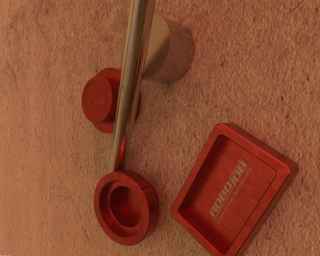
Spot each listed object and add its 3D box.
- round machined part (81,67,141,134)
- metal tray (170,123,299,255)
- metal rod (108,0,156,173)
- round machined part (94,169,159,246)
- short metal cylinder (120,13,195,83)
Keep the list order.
[{"bbox_3d":[-0.078,-0.040,0.456,0.098,0.042,0.097,0,90,39],"label":"round machined part"},{"bbox_3d":[0.075,0.070,0.338,0.090,0.030,0.129,38,113,33],"label":"metal tray"},{"bbox_3d":[-0.037,-0.045,0.374,0.025,0.025,0.298,39,132,32],"label":"metal rod"},{"bbox_3d":[-0.040,0.104,0.420,0.098,0.042,0.097,4,98,35],"label":"round machined part"},{"bbox_3d":[-0.004,-0.098,0.390,0.080,0.050,0.079,0,90,39],"label":"short metal cylinder"}]
